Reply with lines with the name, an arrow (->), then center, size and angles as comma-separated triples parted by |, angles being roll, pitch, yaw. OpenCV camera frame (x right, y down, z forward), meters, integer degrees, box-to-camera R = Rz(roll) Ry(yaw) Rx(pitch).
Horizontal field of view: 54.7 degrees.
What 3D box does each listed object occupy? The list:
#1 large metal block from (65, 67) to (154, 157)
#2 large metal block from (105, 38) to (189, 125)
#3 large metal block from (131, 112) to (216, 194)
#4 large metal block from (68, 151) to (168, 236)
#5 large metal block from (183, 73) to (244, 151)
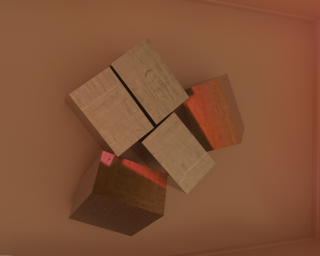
large metal block -> -0.062, -0.017, 0.358 | 0.050, 0.080, 0.080 | -39, 103, -16
large metal block -> -0.023, -0.051, 0.372 | 0.050, 0.080, 0.080 | -41, 103, -16
large metal block -> 0.009, 0.028, 0.384 | 0.050, 0.080, 0.080 | -44, 104, -15
large metal block -> -0.048, 0.079, 0.356 | 0.080, 0.080, 0.050 | 23, 48, -19
large metal block -> 0.071, -0.022, 0.400 | 0.050, 0.080, 0.080 | -17, 98, 21
